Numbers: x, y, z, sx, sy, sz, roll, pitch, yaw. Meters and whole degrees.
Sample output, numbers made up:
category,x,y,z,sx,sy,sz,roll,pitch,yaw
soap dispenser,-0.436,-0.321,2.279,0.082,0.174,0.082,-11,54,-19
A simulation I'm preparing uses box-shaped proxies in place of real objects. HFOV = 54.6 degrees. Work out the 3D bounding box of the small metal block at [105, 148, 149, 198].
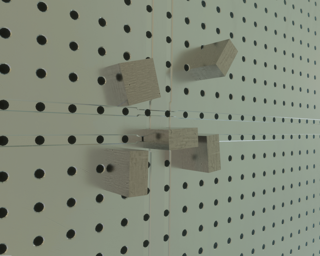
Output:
category,x,y,z,sx,sy,sz,roll,pitch,yaw
small metal block,-0.039,0.050,0.359,0.025,0.050,0.050,2,89,-40

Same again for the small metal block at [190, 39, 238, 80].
category,x,y,z,sx,sy,sz,roll,pitch,yaw
small metal block,0.079,-0.100,0.458,0.025,0.050,0.050,44,64,-31

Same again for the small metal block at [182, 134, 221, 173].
category,x,y,z,sx,sy,sz,roll,pitch,yaw
small metal block,0.057,0.034,0.440,0.025,0.050,0.050,-7,95,-40

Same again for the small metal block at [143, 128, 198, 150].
category,x,y,z,sx,sy,sz,roll,pitch,yaw
small metal block,0.014,0.013,0.403,0.050,0.050,0.025,-4,93,-40

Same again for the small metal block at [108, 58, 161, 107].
category,x,y,z,sx,sy,sz,roll,pitch,yaw
small metal block,-0.030,-0.057,0.383,0.050,0.025,0.050,-20,103,-38
